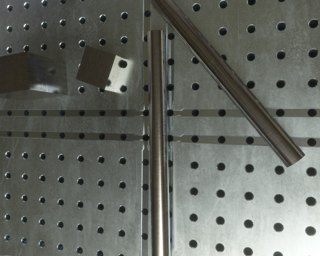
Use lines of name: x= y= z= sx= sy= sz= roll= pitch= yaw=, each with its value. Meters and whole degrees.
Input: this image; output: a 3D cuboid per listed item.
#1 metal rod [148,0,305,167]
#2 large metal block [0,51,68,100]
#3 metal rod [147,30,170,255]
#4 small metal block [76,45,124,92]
metal rod: x=0.069 y=-0.079 z=0.388 sx=0.025 sy=0.025 sz=0.299 roll=-40 pitch=78 yaw=15
large metal block: x=-0.194 y=-0.072 z=0.452 sx=0.080 sy=0.080 sz=0.050 roll=-5 pitch=89 yaw=20
metal rod: x=-0.002 y=0.022 z=0.413 sx=0.025 sy=0.025 sz=0.298 roll=-1 pitch=90 yaw=20
small metal block: x=-0.086 y=-0.085 z=0.443 sx=0.050 sy=0.025 sz=0.050 roll=22 pitch=97 yaw=18
